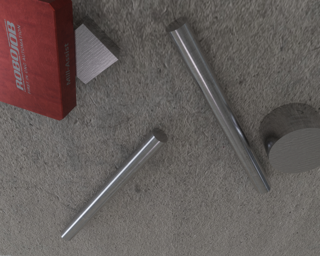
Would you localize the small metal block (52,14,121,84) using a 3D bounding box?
[{"bbox_3d":[-0.080,-0.084,0.335,0.050,0.025,0.050,-31,124,23],"label":"small metal block"}]

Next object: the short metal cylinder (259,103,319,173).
[{"bbox_3d":[0.176,0.014,0.404,0.081,0.050,0.079,0,130,0],"label":"short metal cylinder"}]

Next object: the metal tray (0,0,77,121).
[{"bbox_3d":[-0.136,-0.077,0.319,0.090,0.030,0.129,18,130,8],"label":"metal tray"}]

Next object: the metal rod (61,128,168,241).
[{"bbox_3d":[-0.085,0.103,0.493,0.025,0.025,0.299,28,125,-22],"label":"metal rod"}]

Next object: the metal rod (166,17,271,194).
[{"bbox_3d":[0.090,-0.007,0.402,0.025,0.025,0.300,-23,127,18],"label":"metal rod"}]
